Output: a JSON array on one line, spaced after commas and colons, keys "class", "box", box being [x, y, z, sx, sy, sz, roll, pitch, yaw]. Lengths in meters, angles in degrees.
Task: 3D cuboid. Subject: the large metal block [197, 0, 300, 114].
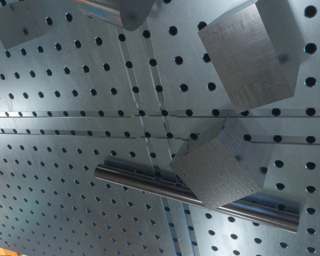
[{"class": "large metal block", "box": [0.086, -0.072, 0.285, 0.050, 0.080, 0.080, -18, 109, 35]}]

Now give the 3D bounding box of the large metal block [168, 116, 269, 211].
[{"class": "large metal block", "box": [0.073, 0.046, 0.384, 0.080, 0.050, 0.080, 49, 128, -7]}]

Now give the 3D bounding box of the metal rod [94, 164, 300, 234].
[{"class": "metal rod", "box": [0.038, 0.096, 0.449, 0.301, 0.025, 0.025, 11, 123, 22]}]

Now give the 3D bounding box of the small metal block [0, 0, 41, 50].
[{"class": "small metal block", "box": [-0.201, -0.141, 0.427, 0.050, 0.025, 0.050, -8, 115, 31]}]

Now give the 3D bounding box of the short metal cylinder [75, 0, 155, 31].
[{"class": "short metal cylinder", "box": [-0.041, -0.144, 0.307, 0.050, 0.080, 0.079, 24, 127, 13]}]
